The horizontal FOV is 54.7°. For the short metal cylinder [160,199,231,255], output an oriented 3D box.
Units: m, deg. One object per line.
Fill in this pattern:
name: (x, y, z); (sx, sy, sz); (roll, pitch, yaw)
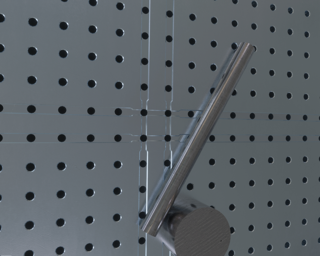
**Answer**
short metal cylinder: (0.047, 0.141, 0.417); (0.081, 0.050, 0.079); (0, 90, -20)

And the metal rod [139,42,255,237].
metal rod: (0.057, 0.008, 0.433); (0.025, 0.025, 0.300); (33, 79, -17)
